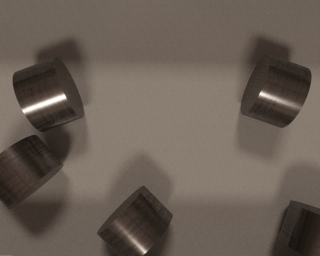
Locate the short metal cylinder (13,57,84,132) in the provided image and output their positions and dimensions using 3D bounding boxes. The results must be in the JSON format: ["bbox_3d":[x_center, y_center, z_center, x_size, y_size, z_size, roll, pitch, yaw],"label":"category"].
[{"bbox_3d":[-0.135,-0.041,0.382,0.050,0.080,0.080,-21,90,0],"label":"short metal cylinder"}]

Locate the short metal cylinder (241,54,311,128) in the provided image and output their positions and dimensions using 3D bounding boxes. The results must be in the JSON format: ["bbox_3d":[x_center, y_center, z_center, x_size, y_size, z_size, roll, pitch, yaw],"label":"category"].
[{"bbox_3d":[0.141,-0.046,0.386,0.050,0.080,0.080,20,90,-1],"label":"short metal cylinder"}]

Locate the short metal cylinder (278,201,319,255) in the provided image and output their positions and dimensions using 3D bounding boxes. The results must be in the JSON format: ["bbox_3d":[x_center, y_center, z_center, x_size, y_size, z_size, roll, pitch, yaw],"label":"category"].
[{"bbox_3d":[0.197,0.130,0.387,0.080,0.080,0.050,18,90,-1],"label":"short metal cylinder"}]

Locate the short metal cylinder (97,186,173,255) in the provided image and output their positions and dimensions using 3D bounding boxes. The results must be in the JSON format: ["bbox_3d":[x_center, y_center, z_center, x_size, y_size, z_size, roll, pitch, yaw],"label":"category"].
[{"bbox_3d":[-0.031,0.118,0.384,0.080,0.080,0.050,-44,91,0],"label":"short metal cylinder"}]

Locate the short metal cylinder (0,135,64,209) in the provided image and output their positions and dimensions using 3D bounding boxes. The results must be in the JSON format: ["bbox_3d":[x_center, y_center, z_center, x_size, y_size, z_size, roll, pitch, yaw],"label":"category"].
[{"bbox_3d":[-0.168,0.053,0.382,0.080,0.080,0.050,-41,90,0],"label":"short metal cylinder"}]
